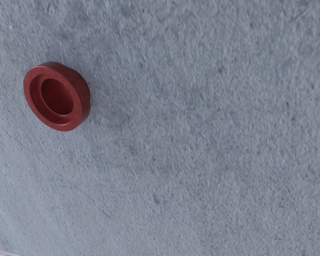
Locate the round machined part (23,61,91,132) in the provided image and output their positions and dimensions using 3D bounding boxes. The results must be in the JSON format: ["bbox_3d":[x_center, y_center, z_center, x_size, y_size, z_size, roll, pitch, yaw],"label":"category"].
[{"bbox_3d":[-0.139,-0.047,0.438,0.098,0.042,0.097,13,124,20],"label":"round machined part"}]
